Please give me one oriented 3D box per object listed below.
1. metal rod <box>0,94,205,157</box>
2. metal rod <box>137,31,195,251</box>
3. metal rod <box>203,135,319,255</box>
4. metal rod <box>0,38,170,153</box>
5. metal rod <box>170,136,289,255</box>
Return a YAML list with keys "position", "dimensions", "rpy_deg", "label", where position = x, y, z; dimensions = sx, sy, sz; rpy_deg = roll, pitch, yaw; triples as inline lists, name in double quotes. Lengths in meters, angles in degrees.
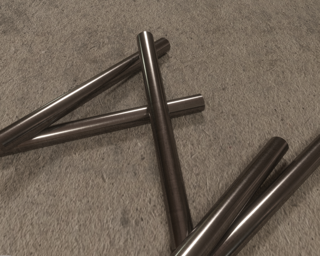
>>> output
- position: [-0.086, -0.003, 0.404]
  dimensions: [0.302, 0.025, 0.025]
  rpy_deg: [-13, 51, -11]
  label: "metal rod"
- position: [0.001, -0.007, 0.382]
  dimensions: [0.025, 0.025, 0.299]
  rpy_deg: [-7, 59, -6]
  label: "metal rod"
- position: [0.123, 0.077, 0.339]
  dimensions: [0.302, 0.025, 0.025]
  rpy_deg: [-34, 58, -26]
  label: "metal rod"
- position: [-0.086, -0.061, 0.433]
  dimensions: [0.025, 0.025, 0.302]
  rpy_deg: [32, 50, 23]
  label: "metal rod"
- position: [0.051, 0.095, 0.299]
  dimensions: [0.025, 0.025, 0.302]
  rpy_deg: [34, 50, 24]
  label: "metal rod"
